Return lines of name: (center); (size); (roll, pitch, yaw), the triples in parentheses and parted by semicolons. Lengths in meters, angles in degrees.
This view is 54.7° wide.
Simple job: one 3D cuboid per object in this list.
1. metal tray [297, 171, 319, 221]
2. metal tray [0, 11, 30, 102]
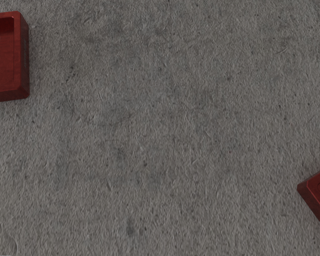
metal tray: (0.250, 0.076, 0.379); (0.131, 0.030, 0.090); (-28, 73, -10)
metal tray: (-0.237, -0.100, 0.440); (0.091, 0.030, 0.130); (-8, 70, -3)
